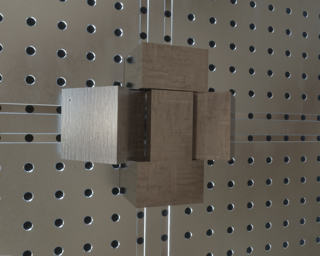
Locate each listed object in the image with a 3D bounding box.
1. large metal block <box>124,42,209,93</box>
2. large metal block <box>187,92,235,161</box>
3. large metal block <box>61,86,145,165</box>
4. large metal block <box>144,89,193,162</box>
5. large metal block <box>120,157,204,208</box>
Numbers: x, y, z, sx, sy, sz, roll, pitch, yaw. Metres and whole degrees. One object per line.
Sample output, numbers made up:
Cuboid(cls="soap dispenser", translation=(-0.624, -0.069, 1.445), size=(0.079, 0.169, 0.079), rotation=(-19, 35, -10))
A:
Cuboid(cls="large metal block", translation=(0.005, -0.068, 0.385), size=(0.081, 0.080, 0.050), rotation=(1, 90, -20))
Cuboid(cls="large metal block", translation=(0.069, -0.002, 0.401), size=(0.050, 0.080, 0.079), rotation=(1, 89, 17))
Cuboid(cls="large metal block", translation=(-0.065, -0.004, 0.353), size=(0.050, 0.080, 0.079), rotation=(0, 91, -60))
Cuboid(cls="large metal block", translation=(0.000, -0.002, 0.383), size=(0.050, 0.080, 0.079), rotation=(1, 90, -20))
Cuboid(cls="large metal block", translation=(-0.001, 0.061, 0.383), size=(0.081, 0.080, 0.050), rotation=(1, 90, -20))
